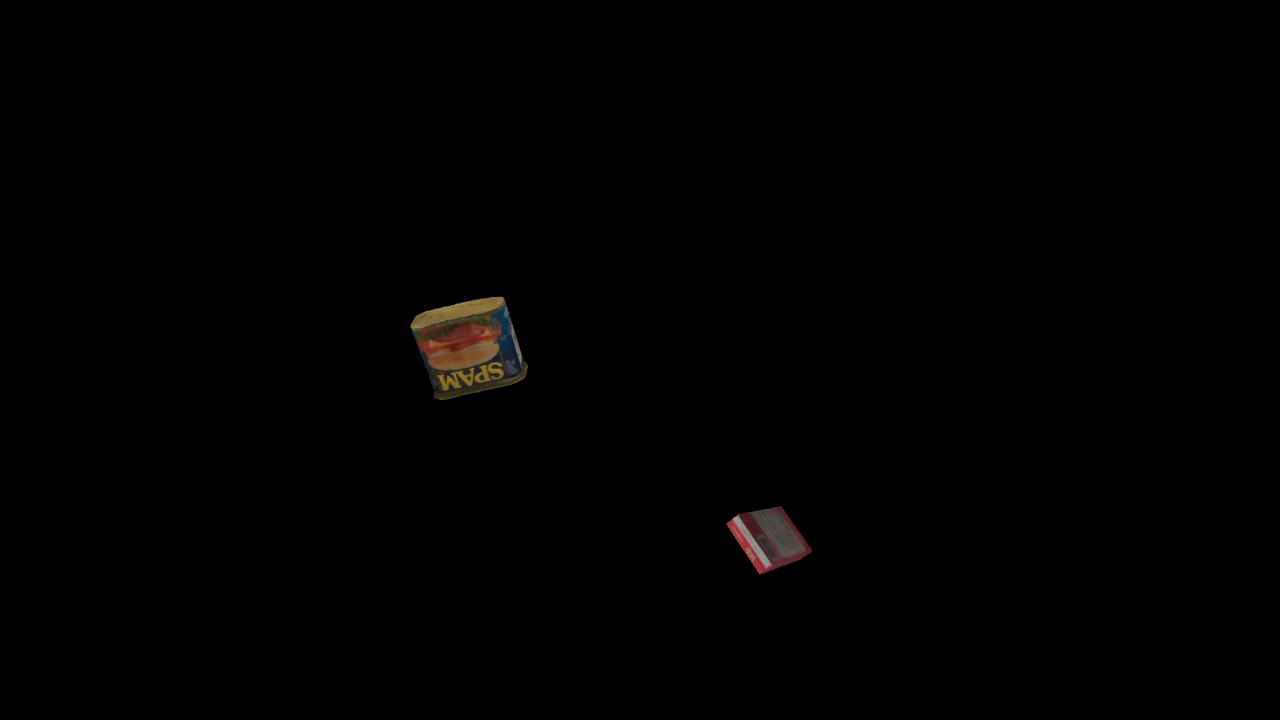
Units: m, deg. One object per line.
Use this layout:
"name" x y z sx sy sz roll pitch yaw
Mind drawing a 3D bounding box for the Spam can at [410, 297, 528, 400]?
"Spam can" -0.180 -0.015 0.653 0.101 0.085 0.058 -13 24 -2

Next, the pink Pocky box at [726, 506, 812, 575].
"pink Pocky box" 0.195 0.265 0.915 0.029 0.084 0.155 -46 -30 22
